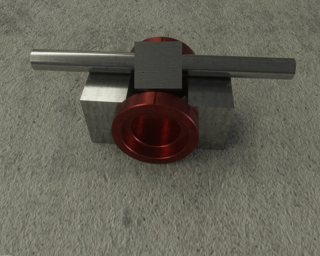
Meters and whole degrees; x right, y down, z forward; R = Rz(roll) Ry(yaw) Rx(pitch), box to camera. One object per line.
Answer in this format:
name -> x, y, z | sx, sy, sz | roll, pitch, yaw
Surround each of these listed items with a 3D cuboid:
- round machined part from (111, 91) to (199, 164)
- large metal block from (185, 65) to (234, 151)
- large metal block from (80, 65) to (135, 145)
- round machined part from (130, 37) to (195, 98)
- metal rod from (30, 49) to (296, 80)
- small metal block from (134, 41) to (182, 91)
round machined part -> -0.004, -0.005, 0.361 | 0.099, 0.097, 0.042 | 4, 45, 3
large metal block -> 0.058, -0.028, 0.393 | 0.050, 0.080, 0.080 | 3, 50, 2
large metal block -> -0.060, -0.035, 0.398 | 0.050, 0.080, 0.080 | 3, 50, 3
round machined part -> 0.002, -0.069, 0.415 | 0.099, 0.097, 0.042 | 3, 51, 2
metal rod -> 0.002, -0.075, 0.364 | 0.302, 0.025, 0.025 | 2, 50, 2
small metal block -> -0.001, -0.067, 0.339 | 0.050, 0.025, 0.050 | 0, 90, 2
